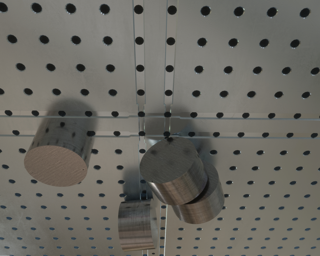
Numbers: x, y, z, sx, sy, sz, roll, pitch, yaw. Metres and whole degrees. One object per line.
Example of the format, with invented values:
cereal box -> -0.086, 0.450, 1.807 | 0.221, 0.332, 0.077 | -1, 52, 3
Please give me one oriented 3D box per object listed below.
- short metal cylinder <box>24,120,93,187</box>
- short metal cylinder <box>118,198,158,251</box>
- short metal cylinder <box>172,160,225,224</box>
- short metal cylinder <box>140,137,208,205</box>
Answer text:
short metal cylinder -> -0.136, 0.035, 0.423 | 0.081, 0.050, 0.079 | 0, 130, 0
short metal cylinder -> -0.035, 0.159, 0.511 | 0.050, 0.080, 0.080 | -7, 130, 5
short metal cylinder -> 0.050, 0.092, 0.455 | 0.080, 0.080, 0.050 | -13, 129, 10
short metal cylinder -> 0.019, 0.058, 0.426 | 0.080, 0.080, 0.050 | -18, 128, 14
